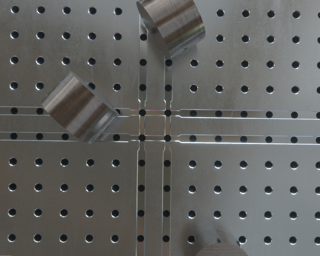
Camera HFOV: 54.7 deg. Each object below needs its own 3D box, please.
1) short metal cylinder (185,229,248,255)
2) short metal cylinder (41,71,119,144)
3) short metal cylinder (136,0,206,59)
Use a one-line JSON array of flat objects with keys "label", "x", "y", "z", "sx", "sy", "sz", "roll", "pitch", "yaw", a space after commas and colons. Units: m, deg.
[{"label": "short metal cylinder", "x": 0.075, "y": 0.179, "z": 0.402, "sx": 0.081, "sy": 0.050, "sz": 0.079, "roll": 0, "pitch": 90, "yaw": -1}, {"label": "short metal cylinder", "x": -0.097, "y": -0.025, "z": 0.385, "sx": 0.080, "sy": 0.080, "sz": 0.050, "roll": 42, "pitch": 90, "yaw": -1}, {"label": "short metal cylinder", "x": 0.013, "y": -0.133, "z": 0.386, "sx": 0.050, "sy": 0.080, "sz": 0.080, "roll": -32, "pitch": 90, "yaw": 0}]
